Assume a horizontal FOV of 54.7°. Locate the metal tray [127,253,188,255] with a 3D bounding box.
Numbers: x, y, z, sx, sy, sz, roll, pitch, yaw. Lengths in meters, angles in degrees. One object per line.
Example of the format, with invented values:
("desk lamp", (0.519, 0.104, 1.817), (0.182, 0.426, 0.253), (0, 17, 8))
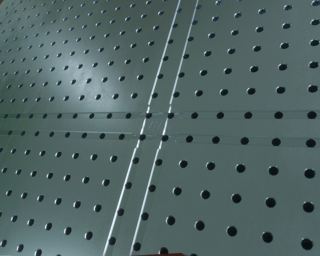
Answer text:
("metal tray", (-0.029, 0.178, 0.309), (0.130, 0.030, 0.090), (-12, 57, 21))
